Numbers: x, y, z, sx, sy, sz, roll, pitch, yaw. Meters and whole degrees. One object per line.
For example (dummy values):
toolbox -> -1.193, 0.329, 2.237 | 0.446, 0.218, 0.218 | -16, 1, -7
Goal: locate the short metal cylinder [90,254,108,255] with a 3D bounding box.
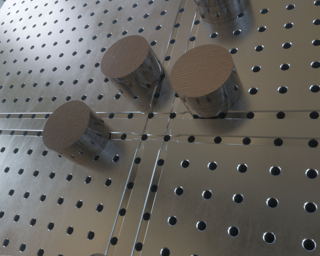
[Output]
short metal cylinder -> -0.051, 0.169, 0.296 | 0.050, 0.080, 0.080 | 5, 64, 30

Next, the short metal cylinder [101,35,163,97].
short metal cylinder -> -0.042, -0.094, 0.472 | 0.080, 0.050, 0.080 | -13, 56, 21

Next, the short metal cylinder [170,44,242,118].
short metal cylinder -> 0.060, -0.060, 0.397 | 0.080, 0.050, 0.080 | -13, 56, 21

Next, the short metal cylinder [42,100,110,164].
short metal cylinder -> -0.122, 0.007, 0.452 | 0.080, 0.050, 0.080 | -13, 56, 21

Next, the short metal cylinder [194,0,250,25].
short metal cylinder -> 0.091, -0.206, 0.470 | 0.080, 0.050, 0.080 | -13, 56, 21
